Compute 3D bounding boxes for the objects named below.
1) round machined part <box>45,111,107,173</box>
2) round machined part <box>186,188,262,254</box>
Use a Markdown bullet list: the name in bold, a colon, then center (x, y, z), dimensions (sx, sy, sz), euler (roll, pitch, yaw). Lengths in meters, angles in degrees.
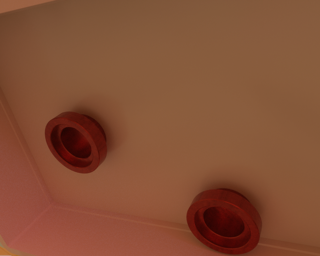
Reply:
- **round machined part**: center (-0.122, 0.018, 0.473), dimensions (0.098, 0.042, 0.097), euler (13, 124, 21)
- **round machined part**: center (0.090, 0.123, 0.426), dimensions (0.098, 0.042, 0.097), euler (13, 124, 21)
